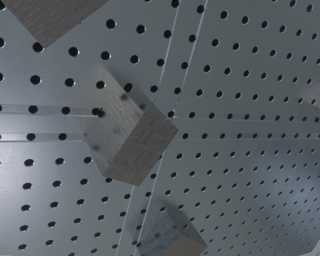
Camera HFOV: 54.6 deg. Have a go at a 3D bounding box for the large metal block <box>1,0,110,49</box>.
[{"bbox_3d":[-0.097,-0.129,0.262,0.080,0.050,0.080,-38,129,-2],"label":"large metal block"}]

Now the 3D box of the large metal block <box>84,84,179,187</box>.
[{"bbox_3d":[-0.036,0.007,0.359,0.050,0.080,0.080,26,104,-37],"label":"large metal block"}]

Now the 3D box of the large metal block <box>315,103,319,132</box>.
[{"bbox_3d":[0.337,-0.026,0.562,0.080,0.050,0.080,-37,129,-4],"label":"large metal block"}]

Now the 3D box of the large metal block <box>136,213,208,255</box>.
[{"bbox_3d":[0.021,0.203,0.531,0.080,0.050,0.080,-48,129,5],"label":"large metal block"}]
